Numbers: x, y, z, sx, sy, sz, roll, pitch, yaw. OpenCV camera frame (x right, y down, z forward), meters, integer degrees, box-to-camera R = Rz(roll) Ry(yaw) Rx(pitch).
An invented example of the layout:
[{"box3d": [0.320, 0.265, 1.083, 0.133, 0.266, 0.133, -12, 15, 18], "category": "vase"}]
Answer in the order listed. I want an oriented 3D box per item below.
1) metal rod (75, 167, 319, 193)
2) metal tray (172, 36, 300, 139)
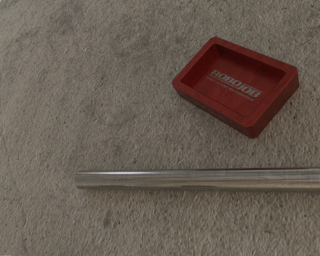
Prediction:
[{"box3d": [0.030, 0.059, 0.351, 0.301, 0.025, 0.025, -4, 60, 25], "category": "metal rod"}, {"box3d": [0.090, -0.056, 0.386, 0.090, 0.030, 0.130, -49, 52, -7], "category": "metal tray"}]
